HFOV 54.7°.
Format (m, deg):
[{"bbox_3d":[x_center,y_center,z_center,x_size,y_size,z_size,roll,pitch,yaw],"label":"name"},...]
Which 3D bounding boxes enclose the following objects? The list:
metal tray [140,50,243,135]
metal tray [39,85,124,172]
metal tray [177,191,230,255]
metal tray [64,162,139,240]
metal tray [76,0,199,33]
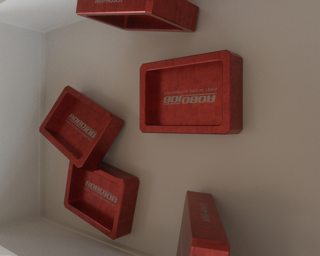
[{"bbox_3d":[0.033,-0.038,0.374,0.130,0.030,0.089,0,90,39],"label":"metal tray"},{"bbox_3d":[-0.126,-0.002,0.483,0.130,0.030,0.090,31,89,37],"label":"metal tray"},{"bbox_3d":[0.037,0.127,0.312,0.030,0.130,0.089,8,97,2],"label":"metal tray"},{"bbox_3d":[-0.094,0.101,0.478,0.130,0.030,0.089,17,100,38],"label":"metal tray"},{"bbox_3d":[-0.030,-0.146,0.386,0.130,0.091,0.030,16,100,38],"label":"metal tray"}]
